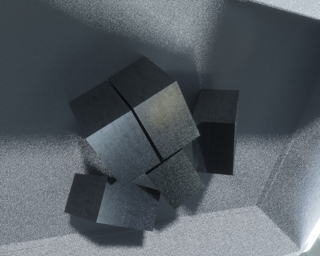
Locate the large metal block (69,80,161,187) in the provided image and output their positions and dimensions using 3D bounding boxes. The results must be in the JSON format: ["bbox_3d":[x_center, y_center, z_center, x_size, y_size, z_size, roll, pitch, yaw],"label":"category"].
[{"bbox_3d":[-0.051,0.005,0.348,0.050,0.080,0.080,-33,129,-7],"label":"large metal block"}]

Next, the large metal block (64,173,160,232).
[{"bbox_3d":[-0.059,0.092,0.389,0.080,0.080,0.050,24,71,-37],"label":"large metal block"}]

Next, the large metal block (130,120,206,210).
[{"bbox_3d":[0.005,0.045,0.403,0.050,0.080,0.080,-36,130,-5],"label":"large metal block"}]

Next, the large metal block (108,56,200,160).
[{"bbox_3d":[-0.007,-0.024,0.354,0.050,0.080,0.080,-34,129,-7],"label":"large metal block"}]

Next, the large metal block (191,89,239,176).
[{"bbox_3d":[0.075,0.003,0.408,0.050,0.080,0.079,4,126,15],"label":"large metal block"}]
